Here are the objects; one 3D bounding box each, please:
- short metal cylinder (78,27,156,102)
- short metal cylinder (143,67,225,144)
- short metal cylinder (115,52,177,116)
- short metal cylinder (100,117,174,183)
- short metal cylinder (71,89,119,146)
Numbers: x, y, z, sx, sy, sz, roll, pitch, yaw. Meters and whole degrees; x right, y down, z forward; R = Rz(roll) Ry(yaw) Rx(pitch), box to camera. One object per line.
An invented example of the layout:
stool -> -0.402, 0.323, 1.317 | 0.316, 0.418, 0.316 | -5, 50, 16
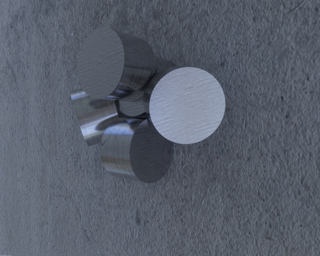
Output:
short metal cylinder -> -0.052, -0.072, 0.365 | 0.080, 0.050, 0.079 | 0, 90, 39
short metal cylinder -> 0.024, -0.027, 0.341 | 0.050, 0.081, 0.079 | -132, 53, -74
short metal cylinder -> -0.017, -0.054, 0.402 | 0.080, 0.050, 0.079 | 0, 90, 39
short metal cylinder -> -0.027, 0.026, 0.390 | 0.050, 0.081, 0.079 | 2, 92, 40
short metal cylinder -> -0.087, -0.020, 0.433 | 0.080, 0.050, 0.080 | 163, 89, -81
